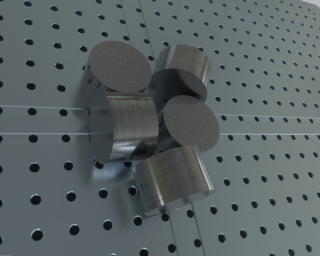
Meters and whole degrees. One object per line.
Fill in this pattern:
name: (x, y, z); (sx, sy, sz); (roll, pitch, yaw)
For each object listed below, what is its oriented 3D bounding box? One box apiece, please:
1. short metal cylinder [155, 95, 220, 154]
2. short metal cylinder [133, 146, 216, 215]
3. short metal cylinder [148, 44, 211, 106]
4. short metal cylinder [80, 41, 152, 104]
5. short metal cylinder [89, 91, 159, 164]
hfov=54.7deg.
short metal cylinder: (0.030, 0.004, 0.405); (0.081, 0.050, 0.080); (14, 56, -21)
short metal cylinder: (0.015, 0.059, 0.344); (0.081, 0.080, 0.050); (-7, 66, -31)
short metal cylinder: (0.028, -0.068, 0.429); (0.080, 0.080, 0.050); (25, 52, -13)
short metal cylinder: (-0.057, -0.065, 0.400); (0.081, 0.050, 0.080); (13, 57, -20)
short metal cylinder: (-0.043, -0.001, 0.351); (0.050, 0.080, 0.080); (-2, 63, -30)
